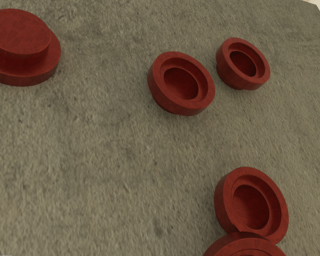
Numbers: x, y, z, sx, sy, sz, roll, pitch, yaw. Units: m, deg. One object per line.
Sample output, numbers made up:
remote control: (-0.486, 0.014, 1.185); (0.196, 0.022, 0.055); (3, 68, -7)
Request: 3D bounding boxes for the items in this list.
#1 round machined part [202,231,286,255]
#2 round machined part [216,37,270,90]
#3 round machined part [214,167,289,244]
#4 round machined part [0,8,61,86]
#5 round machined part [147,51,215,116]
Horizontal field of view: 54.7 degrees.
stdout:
round machined part: (0.085, 0.157, 0.326); (0.099, 0.042, 0.097); (0, 90, -9)
round machined part: (0.137, -0.105, 0.533); (0.099, 0.042, 0.098); (14, 56, -21)
round machined part: (0.109, 0.102, 0.392); (0.099, 0.042, 0.098); (14, 56, -21)
round machined part: (-0.168, -0.101, 0.365); (0.099, 0.042, 0.098); (14, 56, -21)
round machined part: (0.026, -0.059, 0.445); (0.099, 0.042, 0.098); (14, 56, -21)
